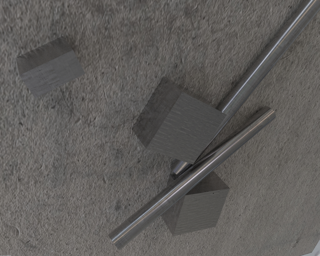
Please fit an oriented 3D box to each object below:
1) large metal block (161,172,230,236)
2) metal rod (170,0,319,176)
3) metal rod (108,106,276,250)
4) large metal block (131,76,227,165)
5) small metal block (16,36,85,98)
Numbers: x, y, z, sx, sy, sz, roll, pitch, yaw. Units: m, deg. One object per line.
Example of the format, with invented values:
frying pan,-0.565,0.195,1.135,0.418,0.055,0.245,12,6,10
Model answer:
large metal block,0.053,0.117,0.492,0.081,0.050,0.079,-2,119,-28
metal rod,0.116,-0.051,0.438,0.025,0.025,0.299,31,101,-38
metal rod,0.056,0.062,0.444,0.301,0.025,0.025,-37,130,-16
large metal block,0.024,-0.008,0.399,0.080,0.050,0.080,22,107,-36
small metal block,-0.105,-0.060,0.296,0.050,0.050,0.025,-29,128,-10
